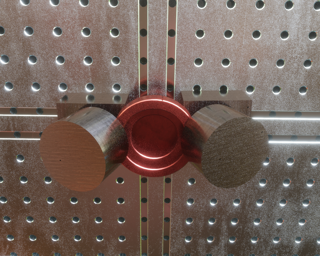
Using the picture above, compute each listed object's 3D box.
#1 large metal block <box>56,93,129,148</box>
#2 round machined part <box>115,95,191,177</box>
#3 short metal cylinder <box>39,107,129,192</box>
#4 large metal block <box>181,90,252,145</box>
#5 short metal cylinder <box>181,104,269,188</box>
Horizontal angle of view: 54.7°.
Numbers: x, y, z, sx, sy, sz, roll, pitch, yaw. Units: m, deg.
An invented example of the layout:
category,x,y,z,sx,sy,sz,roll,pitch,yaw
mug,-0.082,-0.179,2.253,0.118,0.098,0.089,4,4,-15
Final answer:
category,x,y,z,sx,sy,sz,roll,pitch,yaw
large metal block,-0.082,0.000,0.399,0.081,0.050,0.079,1,110,-1
round machined part,-0.007,0.007,0.375,0.099,0.042,0.097,0,110,0
short metal cylinder,-0.082,0.022,0.340,0.080,0.050,0.079,8,113,20
large metal block,0.068,-0.004,0.399,0.080,0.050,0.079,-1,110,0
short metal cylinder,0.070,0.019,0.340,0.081,0.050,0.079,-7,111,-19
